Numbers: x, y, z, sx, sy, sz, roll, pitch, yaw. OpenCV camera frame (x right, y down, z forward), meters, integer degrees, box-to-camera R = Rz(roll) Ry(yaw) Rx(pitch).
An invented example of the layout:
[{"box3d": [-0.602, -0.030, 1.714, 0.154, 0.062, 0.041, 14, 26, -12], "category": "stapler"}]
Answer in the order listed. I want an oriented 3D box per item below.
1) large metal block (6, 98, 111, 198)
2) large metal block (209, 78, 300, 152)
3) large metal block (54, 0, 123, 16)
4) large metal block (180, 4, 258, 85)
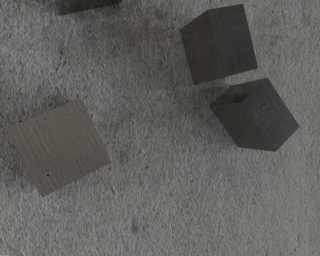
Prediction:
[{"box3d": [-0.114, 0.020, 0.354, 0.081, 0.050, 0.080, -27, 99, -18], "category": "large metal block"}, {"box3d": [0.127, -0.017, 0.426, 0.050, 0.080, 0.080, -42, 103, -15], "category": "large metal block"}, {"box3d": [-0.090, -0.187, 0.362, 0.081, 0.050, 0.080, -20, 97, -19], "category": "large metal block"}, {"box3d": [0.074, -0.105, 0.407, 0.050, 0.080, 0.080, -17, 96, -19], "category": "large metal block"}]
